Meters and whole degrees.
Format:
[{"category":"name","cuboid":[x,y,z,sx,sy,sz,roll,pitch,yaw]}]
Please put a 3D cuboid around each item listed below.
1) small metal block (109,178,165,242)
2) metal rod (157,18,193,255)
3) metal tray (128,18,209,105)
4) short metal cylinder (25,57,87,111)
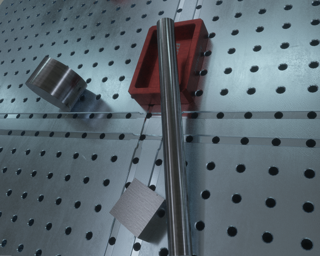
[{"category":"small metal block","cuboid":[-0.022,0.094,0.361,0.050,0.025,0.050,29,77,37]},{"category":"metal rod","cuboid":[0.015,-0.007,0.374,0.025,0.025,0.299,-12,66,21]},{"category":"metal tray","cuboid":[0.014,-0.098,0.455,0.090,0.030,0.130,1,62,28]},{"category":"short metal cylinder","cuboid":[-0.166,-0.069,0.500,0.080,0.080,0.050,19,72,35]}]
